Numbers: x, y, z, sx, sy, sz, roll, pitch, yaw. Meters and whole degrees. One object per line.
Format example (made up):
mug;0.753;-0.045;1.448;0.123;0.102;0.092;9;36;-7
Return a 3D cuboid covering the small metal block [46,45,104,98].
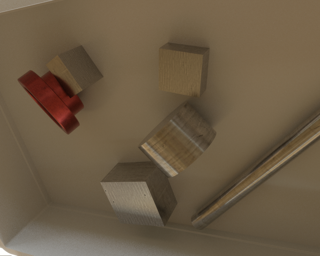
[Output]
small metal block;-0.109;-0.074;0.402;0.025;0.050;0.050;-26;105;33

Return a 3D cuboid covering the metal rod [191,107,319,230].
metal rod;0.126;0.048;0.370;0.025;0.025;0.298;38;129;2

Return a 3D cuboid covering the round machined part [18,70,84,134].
round machined part;-0.143;-0.041;0.426;0.098;0.042;0.098;42;163;16

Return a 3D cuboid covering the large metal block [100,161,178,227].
large metal block;-0.030;0.098;0.468;0.080;0.050;0.080;-7;115;31

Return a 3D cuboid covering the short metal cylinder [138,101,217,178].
short metal cylinder;0.020;0.013;0.370;0.050;0.080;0.080;47;129;-5

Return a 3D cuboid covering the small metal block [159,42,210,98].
small metal block;0.027;-0.066;0.353;0.050;0.025;0.050;14;124;20
